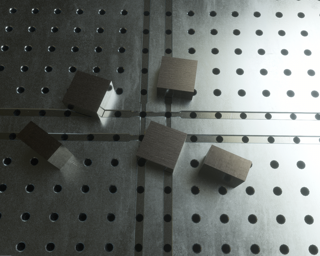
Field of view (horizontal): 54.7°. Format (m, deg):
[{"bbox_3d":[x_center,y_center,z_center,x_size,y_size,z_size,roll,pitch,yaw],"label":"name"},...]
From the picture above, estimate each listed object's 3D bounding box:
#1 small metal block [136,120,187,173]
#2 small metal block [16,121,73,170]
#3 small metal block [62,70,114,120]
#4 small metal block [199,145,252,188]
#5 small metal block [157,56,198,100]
[{"bbox_3d":[0.003,0.025,0.403,0.050,0.025,0.050,20,71,7],"label":"small metal block"},{"bbox_3d":[-0.143,0.023,0.388,0.050,0.050,0.025,35,74,11],"label":"small metal block"},{"bbox_3d":[-0.098,-0.046,0.427,0.050,0.025,0.050,18,71,6],"label":"small metal block"},{"bbox_3d":[0.079,0.048,0.382,0.050,0.050,0.025,23,72,8],"label":"small metal block"},{"bbox_3d":[0.024,-0.071,0.438,0.050,0.025,0.050,8,70,2],"label":"small metal block"}]
